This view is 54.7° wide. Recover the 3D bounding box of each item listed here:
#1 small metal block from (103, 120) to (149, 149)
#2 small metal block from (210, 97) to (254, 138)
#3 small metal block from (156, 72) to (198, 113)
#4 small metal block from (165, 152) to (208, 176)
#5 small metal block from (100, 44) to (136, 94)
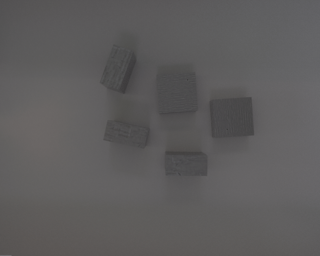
[{"bbox_3d":[-0.041,0.008,0.398,0.050,0.050,0.025,12,90,0],"label":"small metal block"},{"bbox_3d":[0.095,-0.014,0.412,0.050,0.025,0.050,-4,90,0],"label":"small metal block"},{"bbox_3d":[0.022,-0.046,0.411,0.050,0.025,0.050,-4,90,0],"label":"small metal block"},{"bbox_3d":[0.032,0.045,0.399,0.050,0.050,0.025,1,90,0],"label":"small metal block"},{"bbox_3d":[-0.052,-0.074,0.398,0.025,0.050,0.050,20,90,0],"label":"small metal block"}]
